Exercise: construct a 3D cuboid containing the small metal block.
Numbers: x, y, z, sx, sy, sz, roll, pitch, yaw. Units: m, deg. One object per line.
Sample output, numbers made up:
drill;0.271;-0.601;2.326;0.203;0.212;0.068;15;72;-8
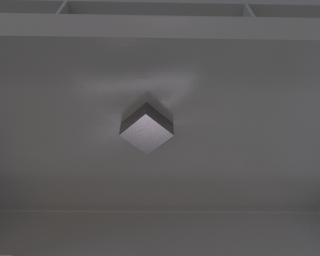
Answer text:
small metal block;-0.017;0.002;0.410;0.050;0.025;0.050;-37;121;27
